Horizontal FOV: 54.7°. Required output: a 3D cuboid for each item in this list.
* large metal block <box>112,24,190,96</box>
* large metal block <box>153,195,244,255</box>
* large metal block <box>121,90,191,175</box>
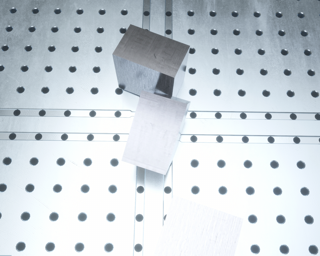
[{"bbox_3d":[-0.011,-0.079,0.410,0.080,0.080,0.050,22,69,7],"label":"large metal block"},{"bbox_3d":[0.040,0.130,0.351,0.080,0.050,0.080,18,71,6],"label":"large metal block"},{"bbox_3d":[-0.001,0.001,0.367,0.050,0.080,0.079,18,98,6],"label":"large metal block"}]
